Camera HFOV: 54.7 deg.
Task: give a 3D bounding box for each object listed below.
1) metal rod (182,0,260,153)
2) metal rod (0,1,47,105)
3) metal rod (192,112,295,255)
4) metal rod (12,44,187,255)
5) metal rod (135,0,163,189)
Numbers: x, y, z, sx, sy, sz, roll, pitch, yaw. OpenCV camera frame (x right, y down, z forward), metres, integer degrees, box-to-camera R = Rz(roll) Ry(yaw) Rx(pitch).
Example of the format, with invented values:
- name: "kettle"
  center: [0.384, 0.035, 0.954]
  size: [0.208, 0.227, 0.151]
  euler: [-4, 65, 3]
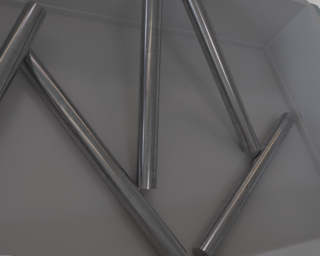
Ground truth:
- name: "metal rod"
  center: [0.075, -0.101, 0.429]
  size: [0.025, 0.025, 0.299]
  euler: [-36, 107, -38]
- name: "metal rod"
  center: [-0.175, -0.013, 0.299]
  size: [0.025, 0.025, 0.300]
  euler: [21, 60, -16]
- name: "metal rod"
  center: [0.133, 0.063, 0.438]
  size: [0.025, 0.025, 0.302]
  euler: [45, 51, 3]
- name: "metal rod"
  center: [-0.074, 0.024, 0.350]
  size: [0.025, 0.025, 0.300]
  euler: [-33, 80, -38]
- name: "metal rod"
  center: [-0.012, -0.079, 0.371]
  size: [0.025, 0.025, 0.298]
  euler: [4, 84, -26]
